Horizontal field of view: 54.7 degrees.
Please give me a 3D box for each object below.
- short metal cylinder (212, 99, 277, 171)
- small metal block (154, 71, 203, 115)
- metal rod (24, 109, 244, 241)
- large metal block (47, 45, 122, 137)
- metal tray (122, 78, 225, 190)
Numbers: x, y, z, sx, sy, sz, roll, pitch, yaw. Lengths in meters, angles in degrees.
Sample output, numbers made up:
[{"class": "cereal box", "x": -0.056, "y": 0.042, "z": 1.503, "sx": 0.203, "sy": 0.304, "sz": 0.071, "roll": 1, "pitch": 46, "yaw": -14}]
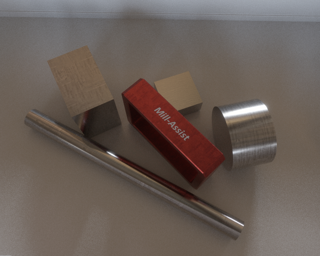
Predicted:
[{"class": "short metal cylinder", "x": 0.099, "y": 0.008, "z": 0.377, "sx": 0.050, "sy": 0.080, "sz": 0.080, "roll": -11, "pitch": 71, "yaw": -3}, {"class": "small metal block", "x": 0.024, "y": -0.044, "z": 0.423, "sx": 0.050, "sy": 0.025, "sz": 0.050, "roll": -19, "pitch": 71, "yaw": -7}, {"class": "metal rod", "x": -0.039, "y": 0.054, "z": 0.388, "sx": 0.301, "sy": 0.025, "sz": 0.025, "roll": 27, "pitch": 72, "yaw": 9}, {"class": "large metal block", "x": -0.092, "y": -0.042, "z": 0.393, "sx": 0.050, "sy": 0.080, "sz": 0.080, "roll": -25, "pitch": 72, "yaw": -9}, {"class": "metal tray", "x": 0.012, "y": 0.010, "z": 0.369, "sx": 0.030, "sy": 0.090, "sz": 0.130, "roll": -42, "pitch": 76, "yaw": -14}]
